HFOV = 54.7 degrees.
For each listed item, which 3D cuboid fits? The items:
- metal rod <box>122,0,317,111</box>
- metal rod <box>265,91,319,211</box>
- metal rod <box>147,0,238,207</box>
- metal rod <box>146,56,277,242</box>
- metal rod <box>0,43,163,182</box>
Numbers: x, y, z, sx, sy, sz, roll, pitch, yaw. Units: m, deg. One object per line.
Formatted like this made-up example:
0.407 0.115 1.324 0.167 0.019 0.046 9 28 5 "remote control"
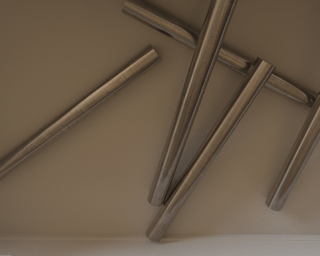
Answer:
0.096 -0.082 0.382 0.301 0.025 0.025 25 108 -10 "metal rod"
0.197 -0.013 0.383 0.025 0.025 0.298 10 119 -4 "metal rod"
0.030 -0.015 0.370 0.025 0.025 0.298 13 123 -5 "metal rod"
0.056 0.044 0.413 0.025 0.025 0.298 25 113 -9 "metal rod"
-0.125 -0.009 0.406 0.300 0.025 0.025 -35 107 11 "metal rod"
